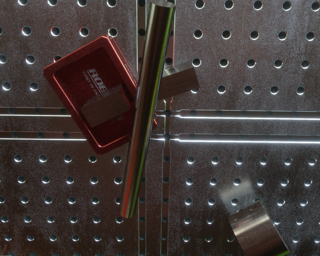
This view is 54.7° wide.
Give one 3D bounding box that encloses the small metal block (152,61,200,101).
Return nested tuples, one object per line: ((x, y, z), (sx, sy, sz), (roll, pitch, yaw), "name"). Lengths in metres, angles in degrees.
((0.018, -0.059, 0.379), (0.050, 0.050, 0.025), (-17, 109, 6), "small metal block")

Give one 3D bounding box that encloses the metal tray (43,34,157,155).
((-0.072, -0.040, 0.394), (0.090, 0.030, 0.130), (-26, 108, 9), "metal tray")

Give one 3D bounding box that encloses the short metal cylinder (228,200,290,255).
((0.140, 0.150, 0.442), (0.050, 0.080, 0.080), (-31, 108, 10), "short metal cylinder")

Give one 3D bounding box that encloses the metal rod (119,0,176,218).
((-0.023, 0.003, 0.376), (0.025, 0.025, 0.298), (9, 124, -4), "metal rod")

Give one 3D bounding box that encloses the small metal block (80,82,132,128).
((-0.062, -0.030, 0.374), (0.050, 0.050, 0.025), (-25, 109, 8), "small metal block")
